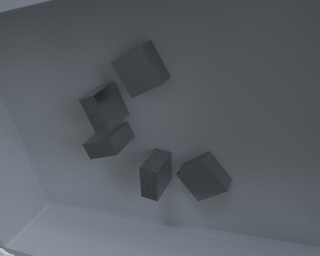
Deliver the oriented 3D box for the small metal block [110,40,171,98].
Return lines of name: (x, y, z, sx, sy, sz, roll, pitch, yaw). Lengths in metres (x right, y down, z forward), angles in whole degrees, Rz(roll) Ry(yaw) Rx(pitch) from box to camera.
small metal block: (-0.023, -0.071, 0.376, 0.050, 0.025, 0.050, -19, 109, 35)

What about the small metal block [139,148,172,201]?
small metal block: (-0.005, 0.065, 0.434, 0.025, 0.050, 0.050, 12, 124, 21)

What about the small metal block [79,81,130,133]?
small metal block: (-0.073, -0.028, 0.412, 0.025, 0.050, 0.050, -10, 114, 32)

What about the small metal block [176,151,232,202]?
small metal block: (0.059, 0.066, 0.417, 0.050, 0.025, 0.050, -32, 101, 38)

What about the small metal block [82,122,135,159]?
small metal block: (-0.072, 0.018, 0.440, 0.050, 0.050, 0.025, -12, 113, 33)
